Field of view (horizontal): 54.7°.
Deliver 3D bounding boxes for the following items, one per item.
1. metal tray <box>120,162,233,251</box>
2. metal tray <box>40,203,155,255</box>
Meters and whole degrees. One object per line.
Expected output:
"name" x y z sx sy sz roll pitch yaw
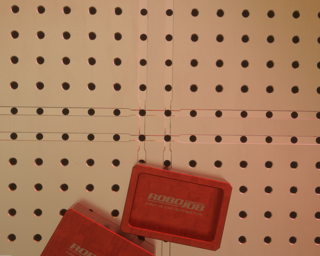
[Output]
"metal tray" 0.021 0.102 0.411 0.131 0.030 0.089 12 90 -1
"metal tray" -0.083 0.171 0.410 0.130 0.030 0.090 30 90 -1
